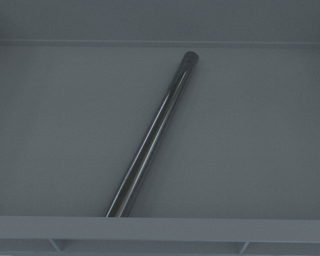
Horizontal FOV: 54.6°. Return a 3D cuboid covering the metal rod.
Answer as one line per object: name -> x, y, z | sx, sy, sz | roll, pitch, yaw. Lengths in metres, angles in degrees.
metal rod -> -0.001, -0.004, 0.406 | 0.025, 0.025, 0.301 | 16, 52, 13
